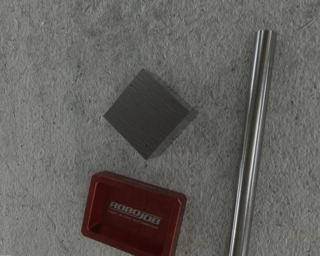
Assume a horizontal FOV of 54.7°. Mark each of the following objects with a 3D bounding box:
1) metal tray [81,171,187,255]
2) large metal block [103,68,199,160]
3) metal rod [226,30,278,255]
[{"bbox_3d":[-0.037,0.118,0.419,0.130,0.030,0.089,13,94,19],"label":"metal tray"},{"bbox_3d":[-0.011,-0.017,0.399,0.080,0.050,0.080,45,104,14],"label":"large metal block"},{"bbox_3d":[0.107,0.036,0.371,0.025,0.025,0.298,8,93,20],"label":"metal rod"}]
